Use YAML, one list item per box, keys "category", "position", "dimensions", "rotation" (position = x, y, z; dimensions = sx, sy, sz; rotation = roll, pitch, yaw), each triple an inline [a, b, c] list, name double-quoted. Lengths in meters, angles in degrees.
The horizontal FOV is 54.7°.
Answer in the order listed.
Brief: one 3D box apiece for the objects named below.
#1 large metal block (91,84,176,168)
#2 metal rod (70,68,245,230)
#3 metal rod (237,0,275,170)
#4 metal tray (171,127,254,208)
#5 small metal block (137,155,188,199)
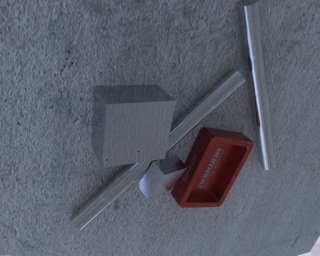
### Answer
- category: "large metal block"
  position: [-0.034, -0.005, 0.370]
  dimensions: [0.081, 0.050, 0.079]
  rotation: [-5, 121, -26]
- category: "metal rod"
  position: [-0.004, 0.029, 0.424]
  dimensions: [0.300, 0.025, 0.025]
  rotation: [-42, 130, 1]
- category: "metal rod"
  position: [0.150, -0.043, 0.464]
  dimensions: [0.025, 0.025, 0.299]
  rotation: [-30, 129, -10]
- category: "metal tray"
  position: [0.083, 0.066, 0.491]
  dimensions: [0.091, 0.030, 0.129]
  rotation: [9, 114, -33]
- category: "small metal block"
  position: [0.003, 0.068, 0.435]
  dimensions: [0.050, 0.025, 0.050]
  rotation: [-9, 139, -49]
